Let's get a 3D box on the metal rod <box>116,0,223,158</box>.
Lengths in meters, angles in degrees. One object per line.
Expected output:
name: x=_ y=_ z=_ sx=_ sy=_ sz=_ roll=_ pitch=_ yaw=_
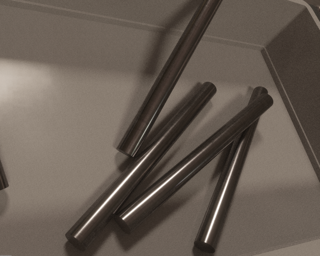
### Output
metal rod: x=0.029 y=-0.097 z=0.406 sx=0.025 sy=0.025 sz=0.300 roll=31 pitch=75 yaw=-9

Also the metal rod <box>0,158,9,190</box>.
metal rod: x=-0.194 y=-0.085 z=0.277 sx=0.025 sy=0.025 sz=0.298 roll=-19 pitch=96 yaw=-35

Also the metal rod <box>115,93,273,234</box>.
metal rod: x=0.064 y=0.029 z=0.407 sx=0.302 sy=0.025 sz=0.025 roll=-35 pitch=82 yaw=-33

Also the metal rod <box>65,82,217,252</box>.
metal rod: x=-0.002 y=0.024 z=0.391 sx=0.025 sy=0.025 sz=0.301 roll=42 pitch=51 yaw=0

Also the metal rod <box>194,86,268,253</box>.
metal rod: x=0.113 y=0.036 z=0.446 sx=0.025 sy=0.025 sz=0.301 roll=36 pitch=51 yaw=-5
